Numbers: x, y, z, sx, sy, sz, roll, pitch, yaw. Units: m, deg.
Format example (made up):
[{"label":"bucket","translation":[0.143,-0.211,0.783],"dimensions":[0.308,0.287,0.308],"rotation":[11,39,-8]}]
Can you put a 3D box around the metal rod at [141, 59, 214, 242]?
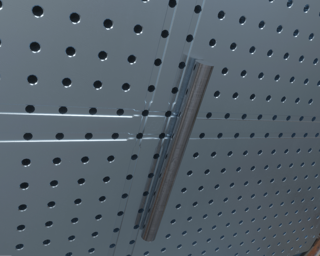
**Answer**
[{"label":"metal rod","translation":[0.019,0.048,0.452],"dimensions":[0.025,0.025,0.298],"rotation":[2,118,-30]}]
